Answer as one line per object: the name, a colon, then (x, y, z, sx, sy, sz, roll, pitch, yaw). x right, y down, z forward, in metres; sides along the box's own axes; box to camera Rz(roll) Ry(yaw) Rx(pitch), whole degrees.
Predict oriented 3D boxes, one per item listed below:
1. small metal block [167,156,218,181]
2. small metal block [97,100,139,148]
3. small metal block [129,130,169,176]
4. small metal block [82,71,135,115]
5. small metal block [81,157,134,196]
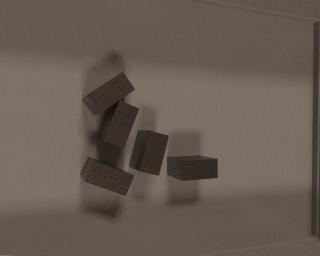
small metal block: (0.042, 0.052, 0.414, 0.050, 0.050, 0.025, -1, 91, -20)
small metal block: (-0.052, -0.004, 0.379, 0.025, 0.050, 0.050, 23, 83, -19)
small metal block: (-0.015, 0.030, 0.393, 0.025, 0.050, 0.050, 16, 85, -20)
small metal block: (-0.064, -0.041, 0.374, 0.050, 0.050, 0.025, -37, 102, -16)
small metal block: (-0.065, 0.057, 0.374, 0.050, 0.050, 0.025, 24, 82, -19)
